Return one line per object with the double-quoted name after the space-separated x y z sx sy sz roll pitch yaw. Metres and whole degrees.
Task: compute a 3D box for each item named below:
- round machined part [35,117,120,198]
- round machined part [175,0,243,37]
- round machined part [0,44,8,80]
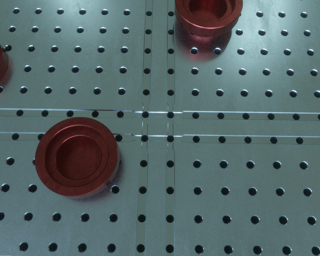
-0.099 0.039 0.388 0.099 0.042 0.098 0 70 0 "round machined part"
0.071 -0.178 0.468 0.099 0.042 0.098 0 70 0 "round machined part"
-0.274 -0.099 0.437 0.099 0.042 0.098 0 70 0 "round machined part"
